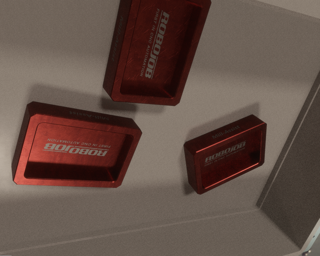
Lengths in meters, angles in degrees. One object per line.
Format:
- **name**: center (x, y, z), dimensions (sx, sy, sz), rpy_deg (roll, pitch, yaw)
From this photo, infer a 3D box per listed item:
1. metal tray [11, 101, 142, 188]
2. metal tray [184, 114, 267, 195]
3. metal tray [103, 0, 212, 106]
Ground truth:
- **metal tray**: center (-0.097, 0.025, 0.368), dimensions (0.131, 0.030, 0.089), rpy_deg (10, 114, -33)
- **metal tray**: center (0.106, 0.042, 0.491), dimensions (0.131, 0.030, 0.089), rpy_deg (-22, 127, -16)
- **metal tray**: center (-0.005, -0.091, 0.347), dimensions (0.091, 0.030, 0.129), rpy_deg (2, 117, -30)
